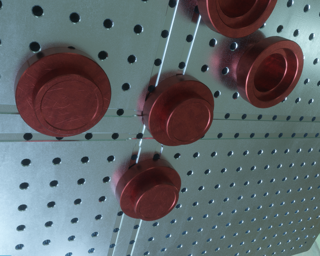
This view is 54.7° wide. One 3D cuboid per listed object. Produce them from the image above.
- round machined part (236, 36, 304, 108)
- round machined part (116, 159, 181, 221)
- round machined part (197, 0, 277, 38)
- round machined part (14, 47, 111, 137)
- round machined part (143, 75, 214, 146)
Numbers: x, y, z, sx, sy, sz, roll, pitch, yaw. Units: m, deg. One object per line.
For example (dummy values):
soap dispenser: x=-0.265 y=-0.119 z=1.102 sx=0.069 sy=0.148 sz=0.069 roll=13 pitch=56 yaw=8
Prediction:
round machined part: x=0.147 y=-0.080 z=0.434 sx=0.099 sy=0.042 sz=0.097 roll=-14 pitch=125 yaw=-21
round machined part: x=-0.012 y=0.097 z=0.456 sx=0.099 sy=0.042 sz=0.097 roll=-14 pitch=124 yaw=-21
round machined part: x=0.084 y=-0.156 z=0.351 sx=0.099 sy=0.042 sz=0.097 roll=-14 pitch=125 yaw=-21
round machined part: x=-0.099 y=-0.032 z=0.327 sx=0.099 sy=0.042 sz=0.097 roll=-14 pitch=125 yaw=-21
round machined part: x=0.031 y=-0.017 z=0.408 sx=0.099 sy=0.042 sz=0.097 roll=-14 pitch=124 yaw=-21
